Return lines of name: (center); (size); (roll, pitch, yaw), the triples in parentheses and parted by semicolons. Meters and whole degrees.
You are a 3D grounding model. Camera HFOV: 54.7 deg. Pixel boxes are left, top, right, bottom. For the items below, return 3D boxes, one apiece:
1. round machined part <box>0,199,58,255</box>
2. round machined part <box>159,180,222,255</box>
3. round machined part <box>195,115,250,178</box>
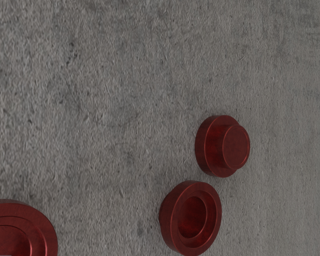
round machined part: (-0.146, 0.111, 0.272); (0.099, 0.042, 0.097); (0, 90, -40)
round machined part: (0.037, 0.120, 0.425); (0.099, 0.042, 0.097); (0, 90, -40)
round machined part: (0.103, 0.029, 0.480); (0.099, 0.042, 0.097); (0, 90, -40)
